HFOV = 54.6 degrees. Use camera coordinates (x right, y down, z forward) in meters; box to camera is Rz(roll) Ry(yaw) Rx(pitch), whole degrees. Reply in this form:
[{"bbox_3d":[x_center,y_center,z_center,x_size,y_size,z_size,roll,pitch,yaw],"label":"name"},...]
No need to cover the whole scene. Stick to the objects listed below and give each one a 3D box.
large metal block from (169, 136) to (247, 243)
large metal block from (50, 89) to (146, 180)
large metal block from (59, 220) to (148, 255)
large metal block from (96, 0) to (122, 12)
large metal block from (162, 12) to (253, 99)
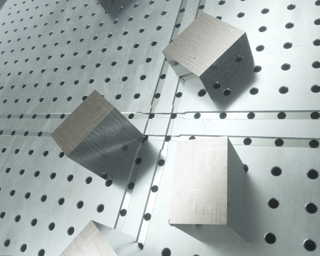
[{"bbox_3d":[0.052,0.064,0.307,0.050,0.080,0.080,-7,59,25],"label":"large metal block"},{"bbox_3d":[-0.079,0.011,0.409,0.080,0.080,0.050,-47,51,-4],"label":"large metal block"},{"bbox_3d":[-0.042,0.146,0.306,0.050,0.080,0.080,-48,51,-5],"label":"large metal block"},{"bbox_3d":[-0.106,-0.295,0.630,0.080,0.050,0.080,-39,51,2],"label":"large metal block"},{"bbox_3d":[0.064,-0.100,0.420,0.080,0.050,0.080,-44,51,-3],"label":"large metal block"}]
